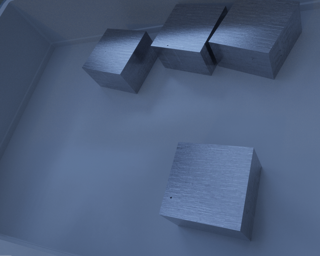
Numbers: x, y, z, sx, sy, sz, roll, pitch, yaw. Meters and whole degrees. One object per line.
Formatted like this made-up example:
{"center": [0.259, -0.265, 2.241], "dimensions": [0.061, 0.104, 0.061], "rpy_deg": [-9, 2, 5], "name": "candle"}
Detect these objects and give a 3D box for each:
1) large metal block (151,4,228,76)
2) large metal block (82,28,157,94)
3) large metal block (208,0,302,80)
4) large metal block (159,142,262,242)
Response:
{"center": [0.048, -0.127, 0.442], "dimensions": [0.080, 0.050, 0.080], "rpy_deg": [18, 71, 34], "name": "large metal block"}
{"center": [-0.060, -0.106, 0.484], "dimensions": [0.080, 0.050, 0.080], "rpy_deg": [16, 70, 34], "name": "large metal block"}
{"center": [0.123, -0.117, 0.397], "dimensions": [0.080, 0.050, 0.080], "rpy_deg": [24, 74, 36], "name": "large metal block"}
{"center": [0.055, 0.064, 0.321], "dimensions": [0.080, 0.050, 0.080], "rpy_deg": [3, 63, 29], "name": "large metal block"}
